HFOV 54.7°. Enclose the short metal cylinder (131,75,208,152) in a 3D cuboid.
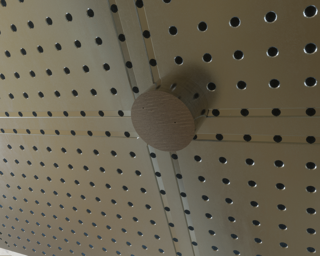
[{"bbox_3d":[0.012,-0.018,0.376,0.080,0.050,0.079,13,124,20],"label":"short metal cylinder"}]
